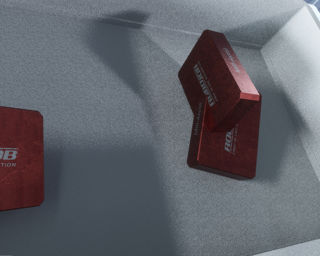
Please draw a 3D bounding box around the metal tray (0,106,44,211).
[{"bbox_3d":[-0.162,0.025,0.252,0.131,0.030,0.090,7,76,-52],"label":"metal tray"}]

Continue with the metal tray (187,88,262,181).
[{"bbox_3d":[0.093,0.000,0.432,0.091,0.030,0.130,17,71,-19],"label":"metal tray"}]

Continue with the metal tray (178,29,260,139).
[{"bbox_3d":[0.074,-0.060,0.428,0.030,0.089,0.130,4,50,-28],"label":"metal tray"}]
